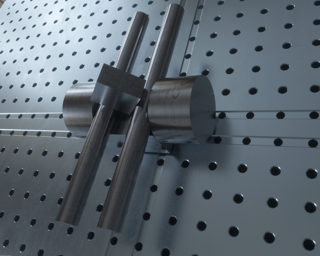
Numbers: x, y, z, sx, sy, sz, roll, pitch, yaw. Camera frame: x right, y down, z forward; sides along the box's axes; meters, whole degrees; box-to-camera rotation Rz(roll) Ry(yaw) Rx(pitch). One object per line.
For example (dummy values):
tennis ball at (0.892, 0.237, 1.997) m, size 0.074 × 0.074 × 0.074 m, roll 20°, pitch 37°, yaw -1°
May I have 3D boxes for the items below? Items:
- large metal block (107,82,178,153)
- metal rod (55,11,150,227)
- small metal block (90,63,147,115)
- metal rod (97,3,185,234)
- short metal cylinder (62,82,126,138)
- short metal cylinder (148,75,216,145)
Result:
large metal block at (-0.023, -0.015, 0.409) m, size 0.080 × 0.050 × 0.080 m, roll 1°, pitch 62°, yaw 28°
metal rod at (-0.063, -0.029, 0.391) m, size 0.025 × 0.025 × 0.300 m, roll 1°, pitch 62°, yaw 28°
small metal block at (-0.049, -0.043, 0.359) m, size 0.050 × 0.050 × 0.025 m, roll 137°, pitch 151°, yaw -62°
metal rod at (-0.014, -0.031, 0.366) m, size 0.025 × 0.025 × 0.300 m, roll 1°, pitch 62°, yaw 28°
short metal cylinder at (-0.086, -0.024, 0.429) m, size 0.050 × 0.080 × 0.080 m, roll 2°, pitch 63°, yaw 29°
short metal cylinder at (0.028, -0.021, 0.365) m, size 0.050 × 0.080 × 0.080 m, roll 0°, pitch 62°, yaw 29°
